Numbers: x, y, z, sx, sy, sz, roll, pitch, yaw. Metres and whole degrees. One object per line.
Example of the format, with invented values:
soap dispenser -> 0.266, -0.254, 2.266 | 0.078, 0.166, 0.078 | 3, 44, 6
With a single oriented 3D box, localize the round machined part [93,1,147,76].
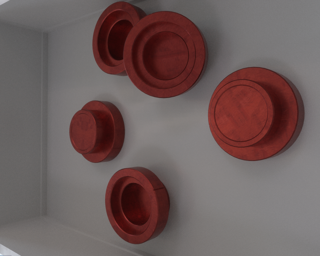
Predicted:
round machined part -> -0.047, -0.121, 0.435 | 0.098, 0.042, 0.097 | 0, 90, 40

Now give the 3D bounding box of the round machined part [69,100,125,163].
round machined part -> -0.104, 0.006, 0.482 | 0.098, 0.042, 0.097 | 0, 90, 40

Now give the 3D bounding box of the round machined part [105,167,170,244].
round machined part -> -0.026, 0.101, 0.417 | 0.098, 0.042, 0.097 | 0, 90, 40

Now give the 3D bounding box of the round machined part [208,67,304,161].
round machined part -> 0.091, -0.014, 0.320 | 0.098, 0.042, 0.097 | 0, 90, 40

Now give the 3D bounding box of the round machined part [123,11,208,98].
round machined part -> 0.009, -0.086, 0.373 | 0.098, 0.042, 0.097 | 3, 100, 17
